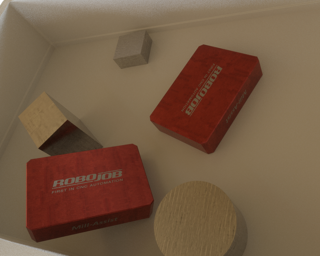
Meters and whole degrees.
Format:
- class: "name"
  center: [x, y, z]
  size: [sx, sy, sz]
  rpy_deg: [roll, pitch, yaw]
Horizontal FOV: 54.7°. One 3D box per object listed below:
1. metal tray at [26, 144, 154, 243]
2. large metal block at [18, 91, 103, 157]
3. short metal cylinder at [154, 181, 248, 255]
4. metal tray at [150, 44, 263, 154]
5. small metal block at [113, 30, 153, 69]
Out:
- class: "metal tray"
  center: [-0.081, 0.069, 0.357]
  size: [0.131, 0.030, 0.090]
  rpy_deg: [-8, 48, -15]
- class: "large metal block"
  center: [-0.139, 0.006, 0.438]
  size: [0.050, 0.080, 0.080]
  rpy_deg: [-46, 51, -4]
- class: "short metal cylinder"
  center: [0.041, 0.099, 0.307]
  size: [0.080, 0.050, 0.080]
  rpy_deg: [-13, 56, 20]
- class: "metal tray"
  center: [0.059, -0.041, 0.396]
  size: [0.090, 0.030, 0.130]
  rpy_deg: [26, 75, 36]
- class: "small metal block"
  center: [-0.044, -0.128, 0.505]
  size: [0.050, 0.025, 0.050]
  rpy_deg: [-5, 59, 25]
